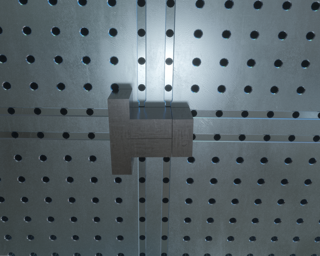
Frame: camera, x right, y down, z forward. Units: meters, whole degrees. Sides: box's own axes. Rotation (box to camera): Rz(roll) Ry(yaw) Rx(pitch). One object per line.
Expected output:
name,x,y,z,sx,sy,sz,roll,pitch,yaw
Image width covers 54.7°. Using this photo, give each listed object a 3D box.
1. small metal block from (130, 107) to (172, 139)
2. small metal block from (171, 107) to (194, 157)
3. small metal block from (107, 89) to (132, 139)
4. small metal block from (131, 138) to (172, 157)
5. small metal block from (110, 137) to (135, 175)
small metal block,-0.011,-0.007,0.396,0.050,0.050,0.025,0,110,-1
small metal block,0.028,0.004,0.401,0.025,0.050,0.050,0,110,0
small metal block,-0.049,-0.019,0.392,0.025,0.050,0.050,0,110,0
small metal block,-0.011,0.016,0.405,0.050,0.050,0.025,0,110,-1
small metal block,-0.049,0.028,0.409,0.025,0.050,0.050,0,110,0
